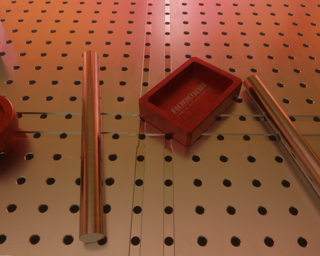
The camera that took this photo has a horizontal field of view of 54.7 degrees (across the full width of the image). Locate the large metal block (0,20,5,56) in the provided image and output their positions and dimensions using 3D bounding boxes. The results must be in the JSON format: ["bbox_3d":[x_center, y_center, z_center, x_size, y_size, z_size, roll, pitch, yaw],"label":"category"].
[{"bbox_3d":[-0.317,-0.160,0.522,0.081,0.050,0.080,-10,51,-9],"label":"large metal block"}]

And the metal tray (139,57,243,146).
[{"bbox_3d":[0.044,-0.043,0.441,0.090,0.030,0.131,33,57,24],"label":"metal tray"}]

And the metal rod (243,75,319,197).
[{"bbox_3d":[0.180,0.040,0.376,0.025,0.025,0.300,-12,51,-11],"label":"metal rod"}]

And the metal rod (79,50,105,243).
[{"bbox_3d":[-0.091,-0.002,0.408,0.025,0.025,0.300,-6,50,-6],"label":"metal rod"}]

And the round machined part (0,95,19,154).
[{"bbox_3d":[-0.229,0.003,0.391,0.099,0.042,0.098,0,50,0],"label":"round machined part"}]
